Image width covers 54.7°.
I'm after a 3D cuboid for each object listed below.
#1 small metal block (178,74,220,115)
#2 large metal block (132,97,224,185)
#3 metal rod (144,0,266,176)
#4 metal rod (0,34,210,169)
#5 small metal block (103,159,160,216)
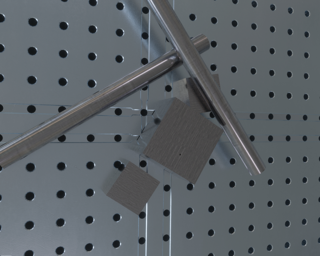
[{"bbox_3d":[0.057,-0.047,0.434,0.050,0.025,0.050,-11,94,-20],"label":"small metal block"},{"bbox_3d":[0.023,0.016,0.408,0.080,0.050,0.080,33,79,-17],"label":"large metal block"},{"bbox_3d":[0.058,-0.062,0.406,0.025,0.025,0.299,-37,103,-16],"label":"metal rod"},{"bbox_3d":[-0.059,-0.043,0.390,0.302,0.025,0.025,-33,101,-17],"label":"metal rod"},{"bbox_3d":[-0.037,0.076,0.399,0.050,0.025,0.050,37,78,-16],"label":"small metal block"}]
